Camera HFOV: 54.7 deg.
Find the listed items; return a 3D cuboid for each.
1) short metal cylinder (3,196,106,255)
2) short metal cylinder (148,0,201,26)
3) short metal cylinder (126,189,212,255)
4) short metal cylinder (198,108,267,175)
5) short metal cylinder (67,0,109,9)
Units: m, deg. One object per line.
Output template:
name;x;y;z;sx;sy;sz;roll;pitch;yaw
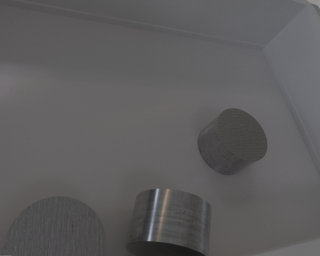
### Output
short metal cylinder;-0.094;0.107;0.274;0.081;0.050;0.080;14;56;-21
short metal cylinder;0.025;-0.227;0.544;0.081;0.050;0.080;14;56;-21
short metal cylinder;0.010;0.102;0.314;0.080;0.080;0.050;22;54;-15
short metal cylinder;0.100;0.019;0.431;0.081;0.050;0.080;14;56;-21
short metal cylinder;-0.108;-0.223;0.451;0.081;0.080;0.050;-12;68;-33
